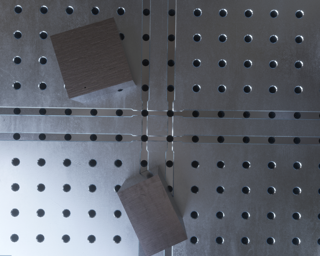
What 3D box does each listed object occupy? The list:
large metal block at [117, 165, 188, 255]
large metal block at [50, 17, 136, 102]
[{"bbox_3d":[-0.008,0.098,0.386,0.050,0.080,0.080,-25,90,0],"label":"large metal block"},{"bbox_3d":[-0.083,-0.085,0.400,0.080,0.050,0.080,-17,90,0],"label":"large metal block"}]
